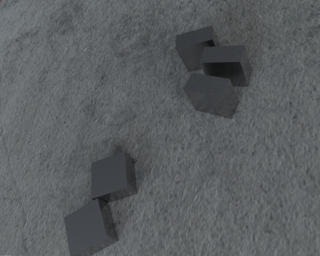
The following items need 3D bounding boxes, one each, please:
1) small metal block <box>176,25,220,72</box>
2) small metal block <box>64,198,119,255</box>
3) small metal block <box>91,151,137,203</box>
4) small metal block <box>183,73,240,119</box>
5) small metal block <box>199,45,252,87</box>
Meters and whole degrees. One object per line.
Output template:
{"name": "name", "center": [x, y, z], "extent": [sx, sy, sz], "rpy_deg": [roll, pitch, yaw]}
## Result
{"name": "small metal block", "center": [0.055, -0.107, 0.424], "extent": [0.050, 0.050, 0.025], "rpy_deg": [-9, 58, 23]}
{"name": "small metal block", "center": [-0.083, 0.121, 0.372], "extent": [0.050, 0.025, 0.050], "rpy_deg": [-31, 52, 8]}
{"name": "small metal block", "center": [-0.059, 0.064, 0.394], "extent": [0.050, 0.025, 0.050], "rpy_deg": [-20, 54, 16]}
{"name": "small metal block", "center": [0.063, -0.039, 0.378], "extent": [0.050, 0.050, 0.025], "rpy_deg": [17, 71, 34]}
{"name": "small metal block", "center": [0.084, -0.077, 0.390], "extent": [0.050, 0.050, 0.025], "rpy_deg": [5, 65, 30]}
